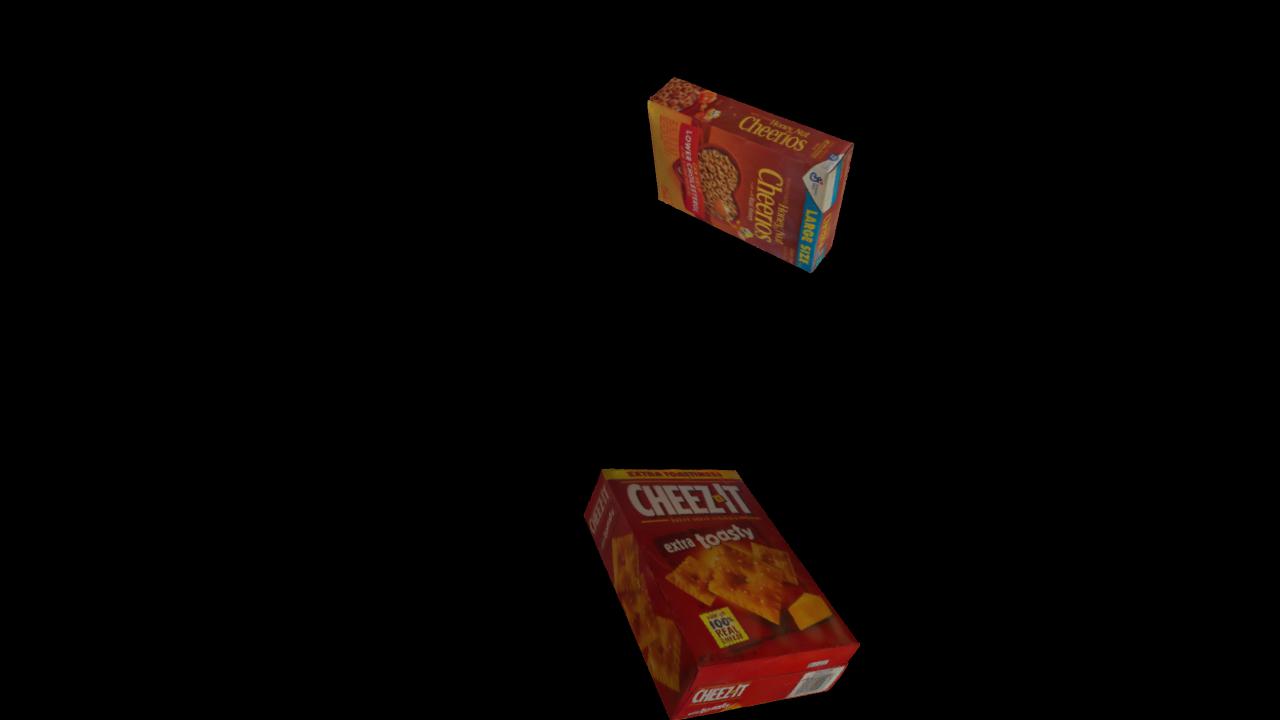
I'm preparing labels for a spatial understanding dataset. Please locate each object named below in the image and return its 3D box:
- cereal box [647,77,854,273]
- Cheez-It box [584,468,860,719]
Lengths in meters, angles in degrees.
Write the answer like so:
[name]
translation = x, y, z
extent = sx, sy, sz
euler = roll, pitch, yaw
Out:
[cereal box]
translation = 0.158, -0.280, 0.938
extent = 0.306, 0.081, 0.203
euler = 33, -22, 24
[Cheez-It box]
translation = 0.063, 0.193, 0.561
extent = 0.166, 0.071, 0.223
euler = 7, 27, -28
